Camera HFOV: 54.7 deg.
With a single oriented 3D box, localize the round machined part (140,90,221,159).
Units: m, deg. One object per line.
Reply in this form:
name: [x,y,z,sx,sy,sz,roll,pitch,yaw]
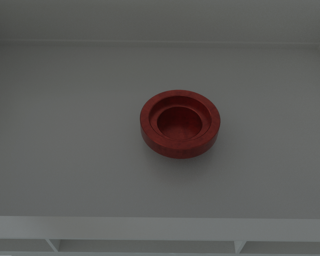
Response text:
round machined part: [0.025,0.000,0.395,0.099,0.042,0.098,0,50,0]
